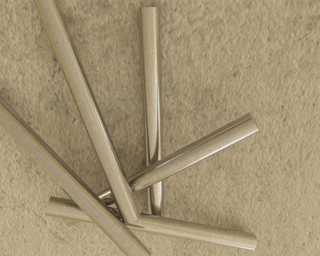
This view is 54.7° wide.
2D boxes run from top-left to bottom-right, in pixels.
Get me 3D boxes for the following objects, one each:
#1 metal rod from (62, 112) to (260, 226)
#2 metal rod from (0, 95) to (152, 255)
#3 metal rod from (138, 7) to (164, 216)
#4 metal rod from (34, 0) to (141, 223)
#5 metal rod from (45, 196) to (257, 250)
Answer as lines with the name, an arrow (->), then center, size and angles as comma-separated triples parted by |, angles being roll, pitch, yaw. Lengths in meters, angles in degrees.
metal rod -> -0.013, 0.063, 0.405 | 0.300, 0.025, 0.025 | -30, 108, 20
metal rod -> -0.124, 0.057, 0.388 | 0.300, 0.025, 0.025 | 46, 104, 0
metal rod -> -0.009, 0.000, 0.409 | 0.025, 0.025, 0.298 | -1, 110, 0
metal rod -> -0.086, -0.023, 0.373 | 0.025, 0.025, 0.298 | -19, 100, 6
metal rod -> -0.002, 0.136, 0.432 | 0.302, 0.025, 0.025 | 15, 110, -14
